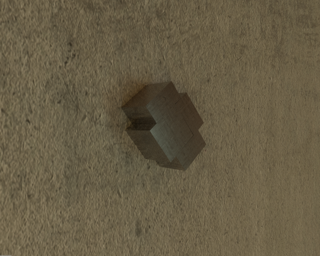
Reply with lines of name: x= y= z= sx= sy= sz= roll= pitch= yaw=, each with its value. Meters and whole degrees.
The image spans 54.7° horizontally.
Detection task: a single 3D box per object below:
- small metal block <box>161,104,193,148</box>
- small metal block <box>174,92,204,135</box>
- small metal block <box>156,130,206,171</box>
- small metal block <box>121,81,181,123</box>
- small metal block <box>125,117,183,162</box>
small metal block: x=0.007 y=-0.002 z=0.397 sx=0.025 sy=0.050 sz=0.050 roll=-48 pitch=119 yaw=-30
small metal block: x=0.022 y=-0.018 z=0.410 sx=0.025 sy=0.050 sz=0.050 roll=-49 pitch=119 yaw=-29
small metal block: x=0.024 y=0.028 z=0.412 sx=0.050 sy=0.050 sz=0.025 roll=-47 pitch=119 yaw=-30
small metal block: x=-0.011 y=-0.031 z=0.382 sx=0.050 sy=0.050 sz=0.025 roll=-47 pitch=119 yaw=-30
small metal block: x=-0.008 y=0.014 z=0.384 sx=0.025 sy=0.050 sz=0.050 roll=-48 pitch=119 yaw=-30
